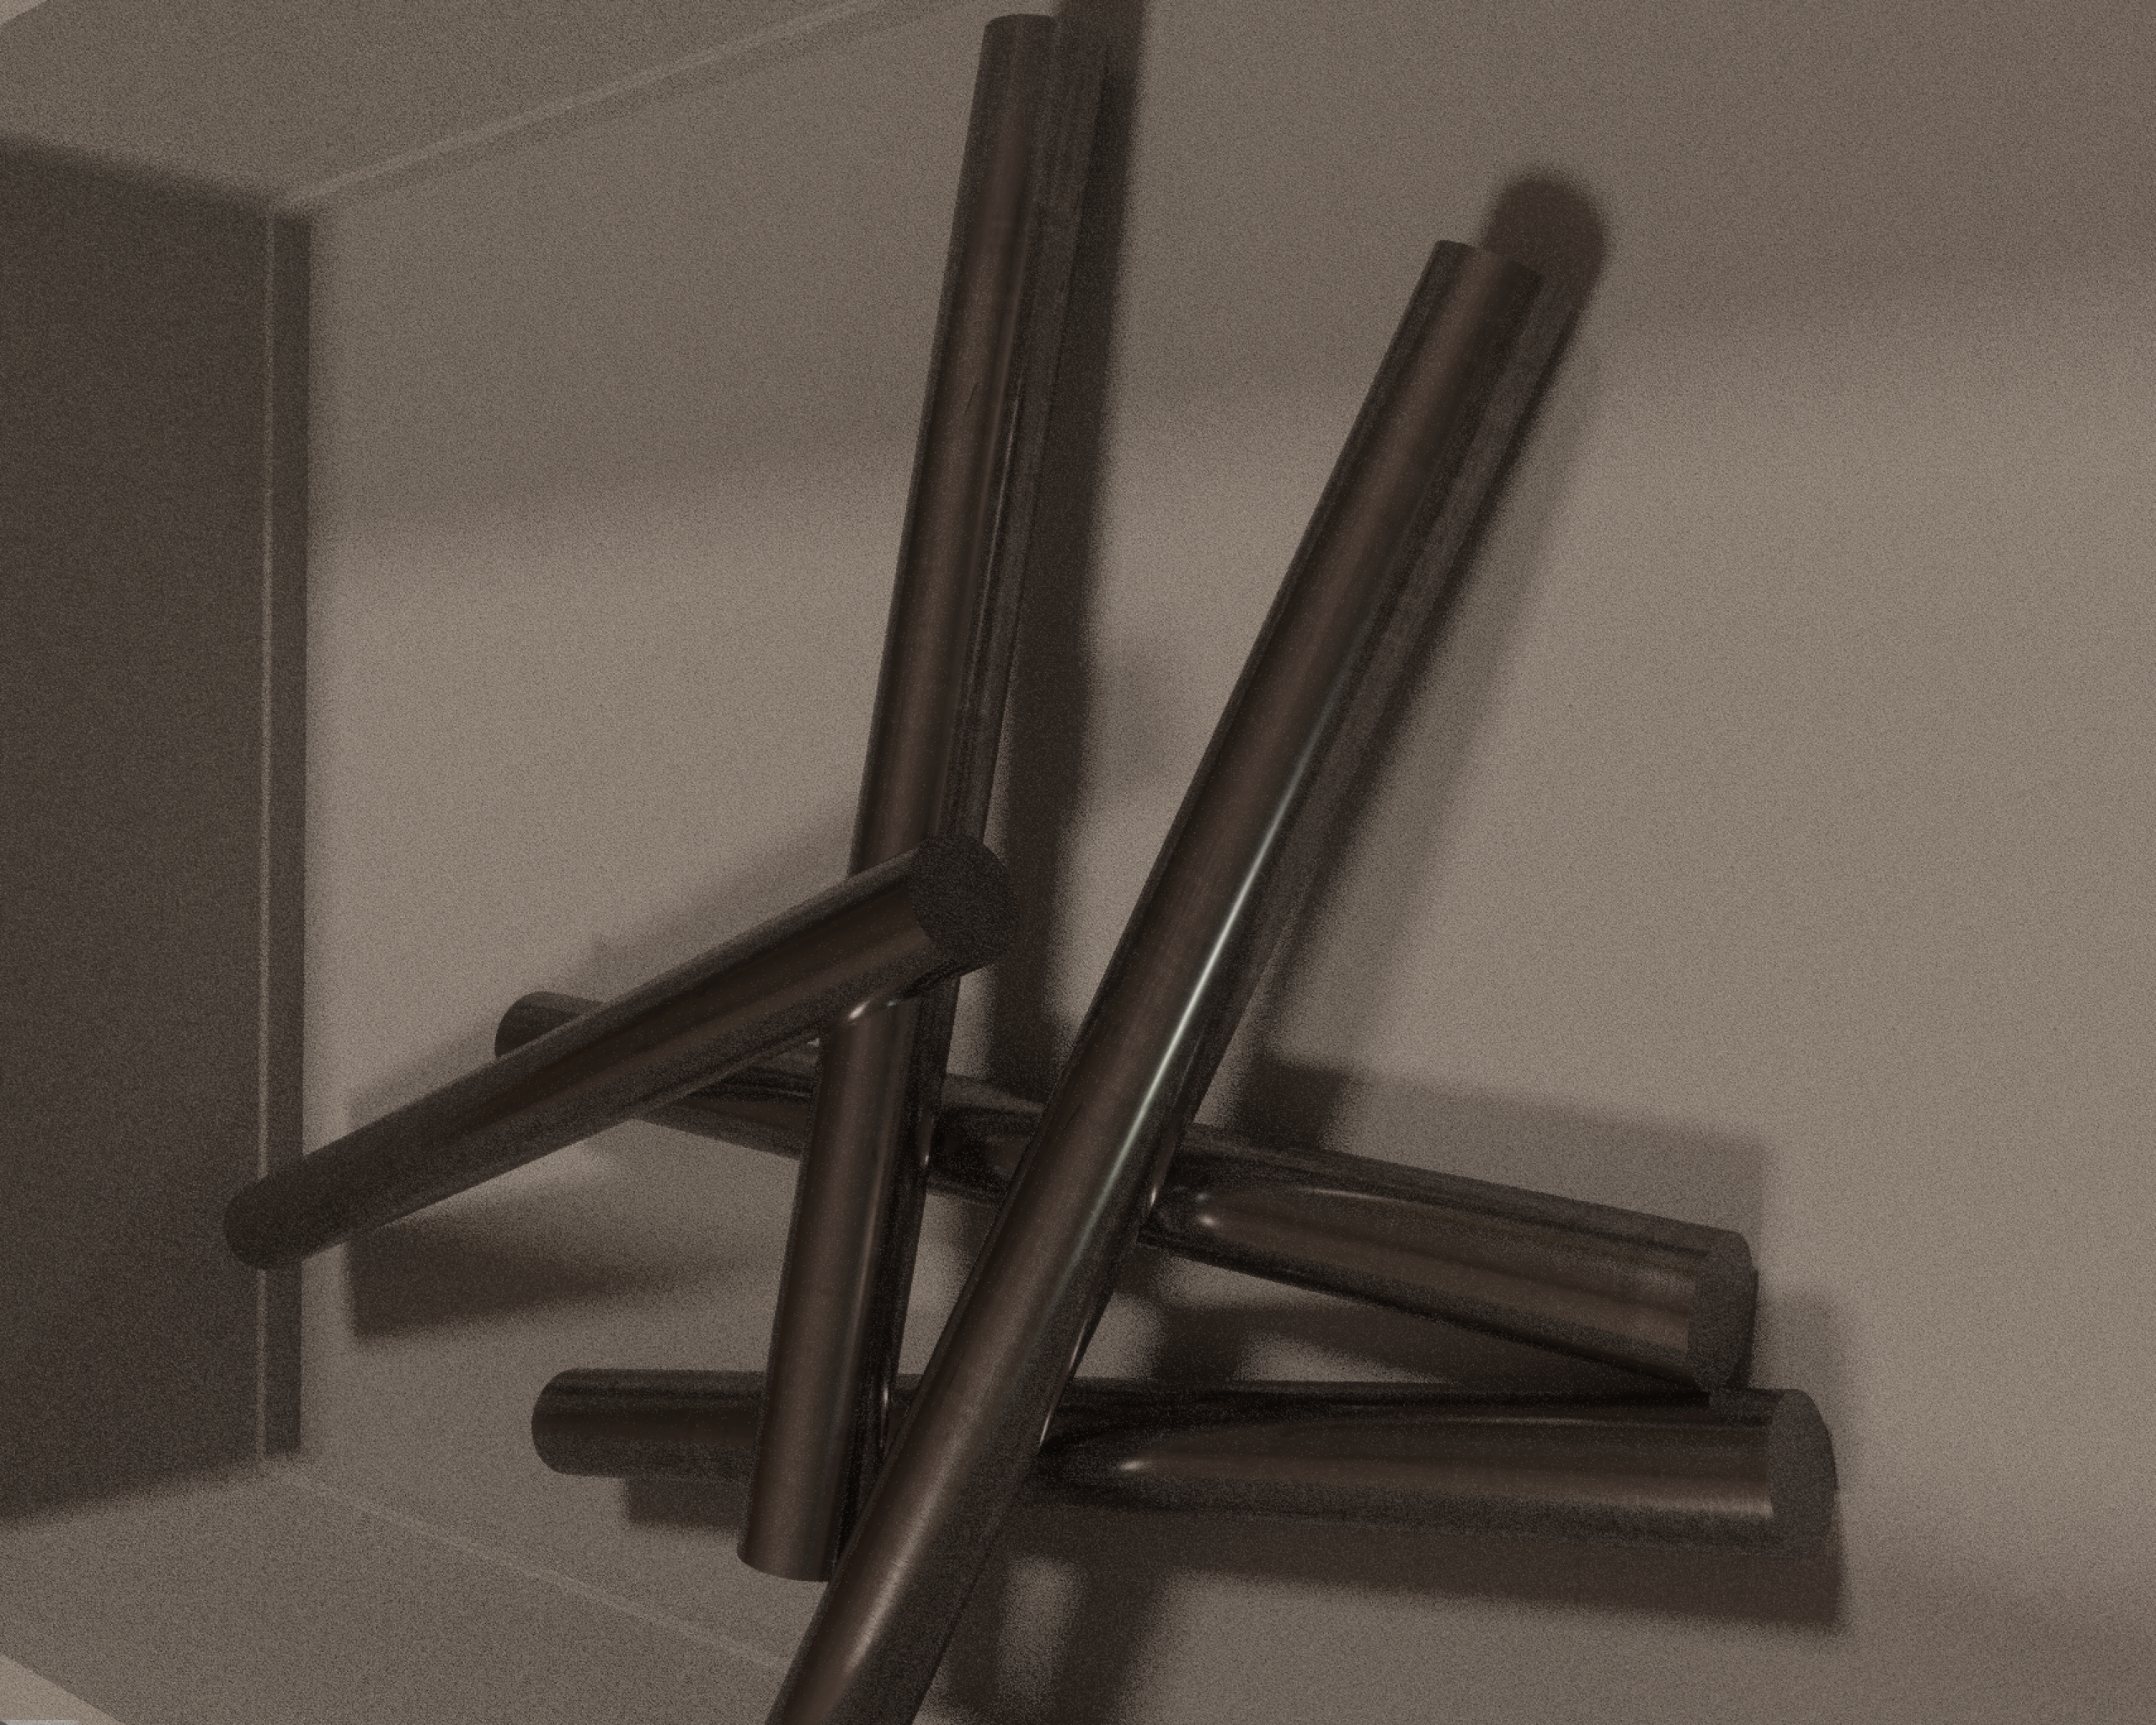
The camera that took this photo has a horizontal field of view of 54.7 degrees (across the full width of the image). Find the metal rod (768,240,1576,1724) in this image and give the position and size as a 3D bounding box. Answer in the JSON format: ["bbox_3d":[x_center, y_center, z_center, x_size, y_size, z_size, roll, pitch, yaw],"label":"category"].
[{"bbox_3d":[0.011,0.037,0.368,0.025,0.025,0.298,30,101,35],"label":"metal rod"}]

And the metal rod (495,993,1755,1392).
[{"bbox_3d":[-0.016,0.057,0.416,0.300,0.025,0.025,6,94,39],"label":"metal rod"}]

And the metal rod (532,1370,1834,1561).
[{"bbox_3d":[-0.006,0.113,0.408,0.300,0.025,0.025,-10,84,39],"label":"metal rod"}]

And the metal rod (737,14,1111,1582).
[{"bbox_3d":[-0.030,-0.013,0.405,0.025,0.025,0.298,9,89,39],"label":"metal rod"}]

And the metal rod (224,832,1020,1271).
[{"bbox_3d":[-0.120,0.053,0.469,0.299,0.025,0.025,-25,75,42],"label":"metal rod"}]
